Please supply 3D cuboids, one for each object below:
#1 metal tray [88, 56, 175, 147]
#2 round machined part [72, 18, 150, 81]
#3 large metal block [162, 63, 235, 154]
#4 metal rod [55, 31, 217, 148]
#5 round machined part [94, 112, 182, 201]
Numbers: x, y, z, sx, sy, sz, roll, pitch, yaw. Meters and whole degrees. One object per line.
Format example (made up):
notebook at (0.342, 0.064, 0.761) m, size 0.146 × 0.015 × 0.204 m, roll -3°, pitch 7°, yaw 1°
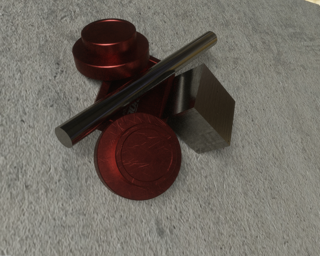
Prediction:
metal tray at (-0.033, -0.046, 0.412) m, size 0.091 × 0.030 × 0.130 m, roll 22°, pitch 53°, yaw -15°
round machined part at (-0.064, -0.107, 0.400) m, size 0.099 × 0.042 × 0.098 m, roll -1°, pitch 45°, yaw 1°
large metal block at (0.055, -0.024, 0.415) m, size 0.080 × 0.050 × 0.080 m, roll 43°, pitch 46°, yaw -31°
metal rod at (-0.008, -0.067, 0.404) m, size 0.025 × 0.025 × 0.302 m, roll 46°, pitch 51°, yaw 4°
round machined part at (-0.020, 0.031, 0.343) m, size 0.099 × 0.042 × 0.097 m, roll 3°, pitch 81°, yaw -21°
